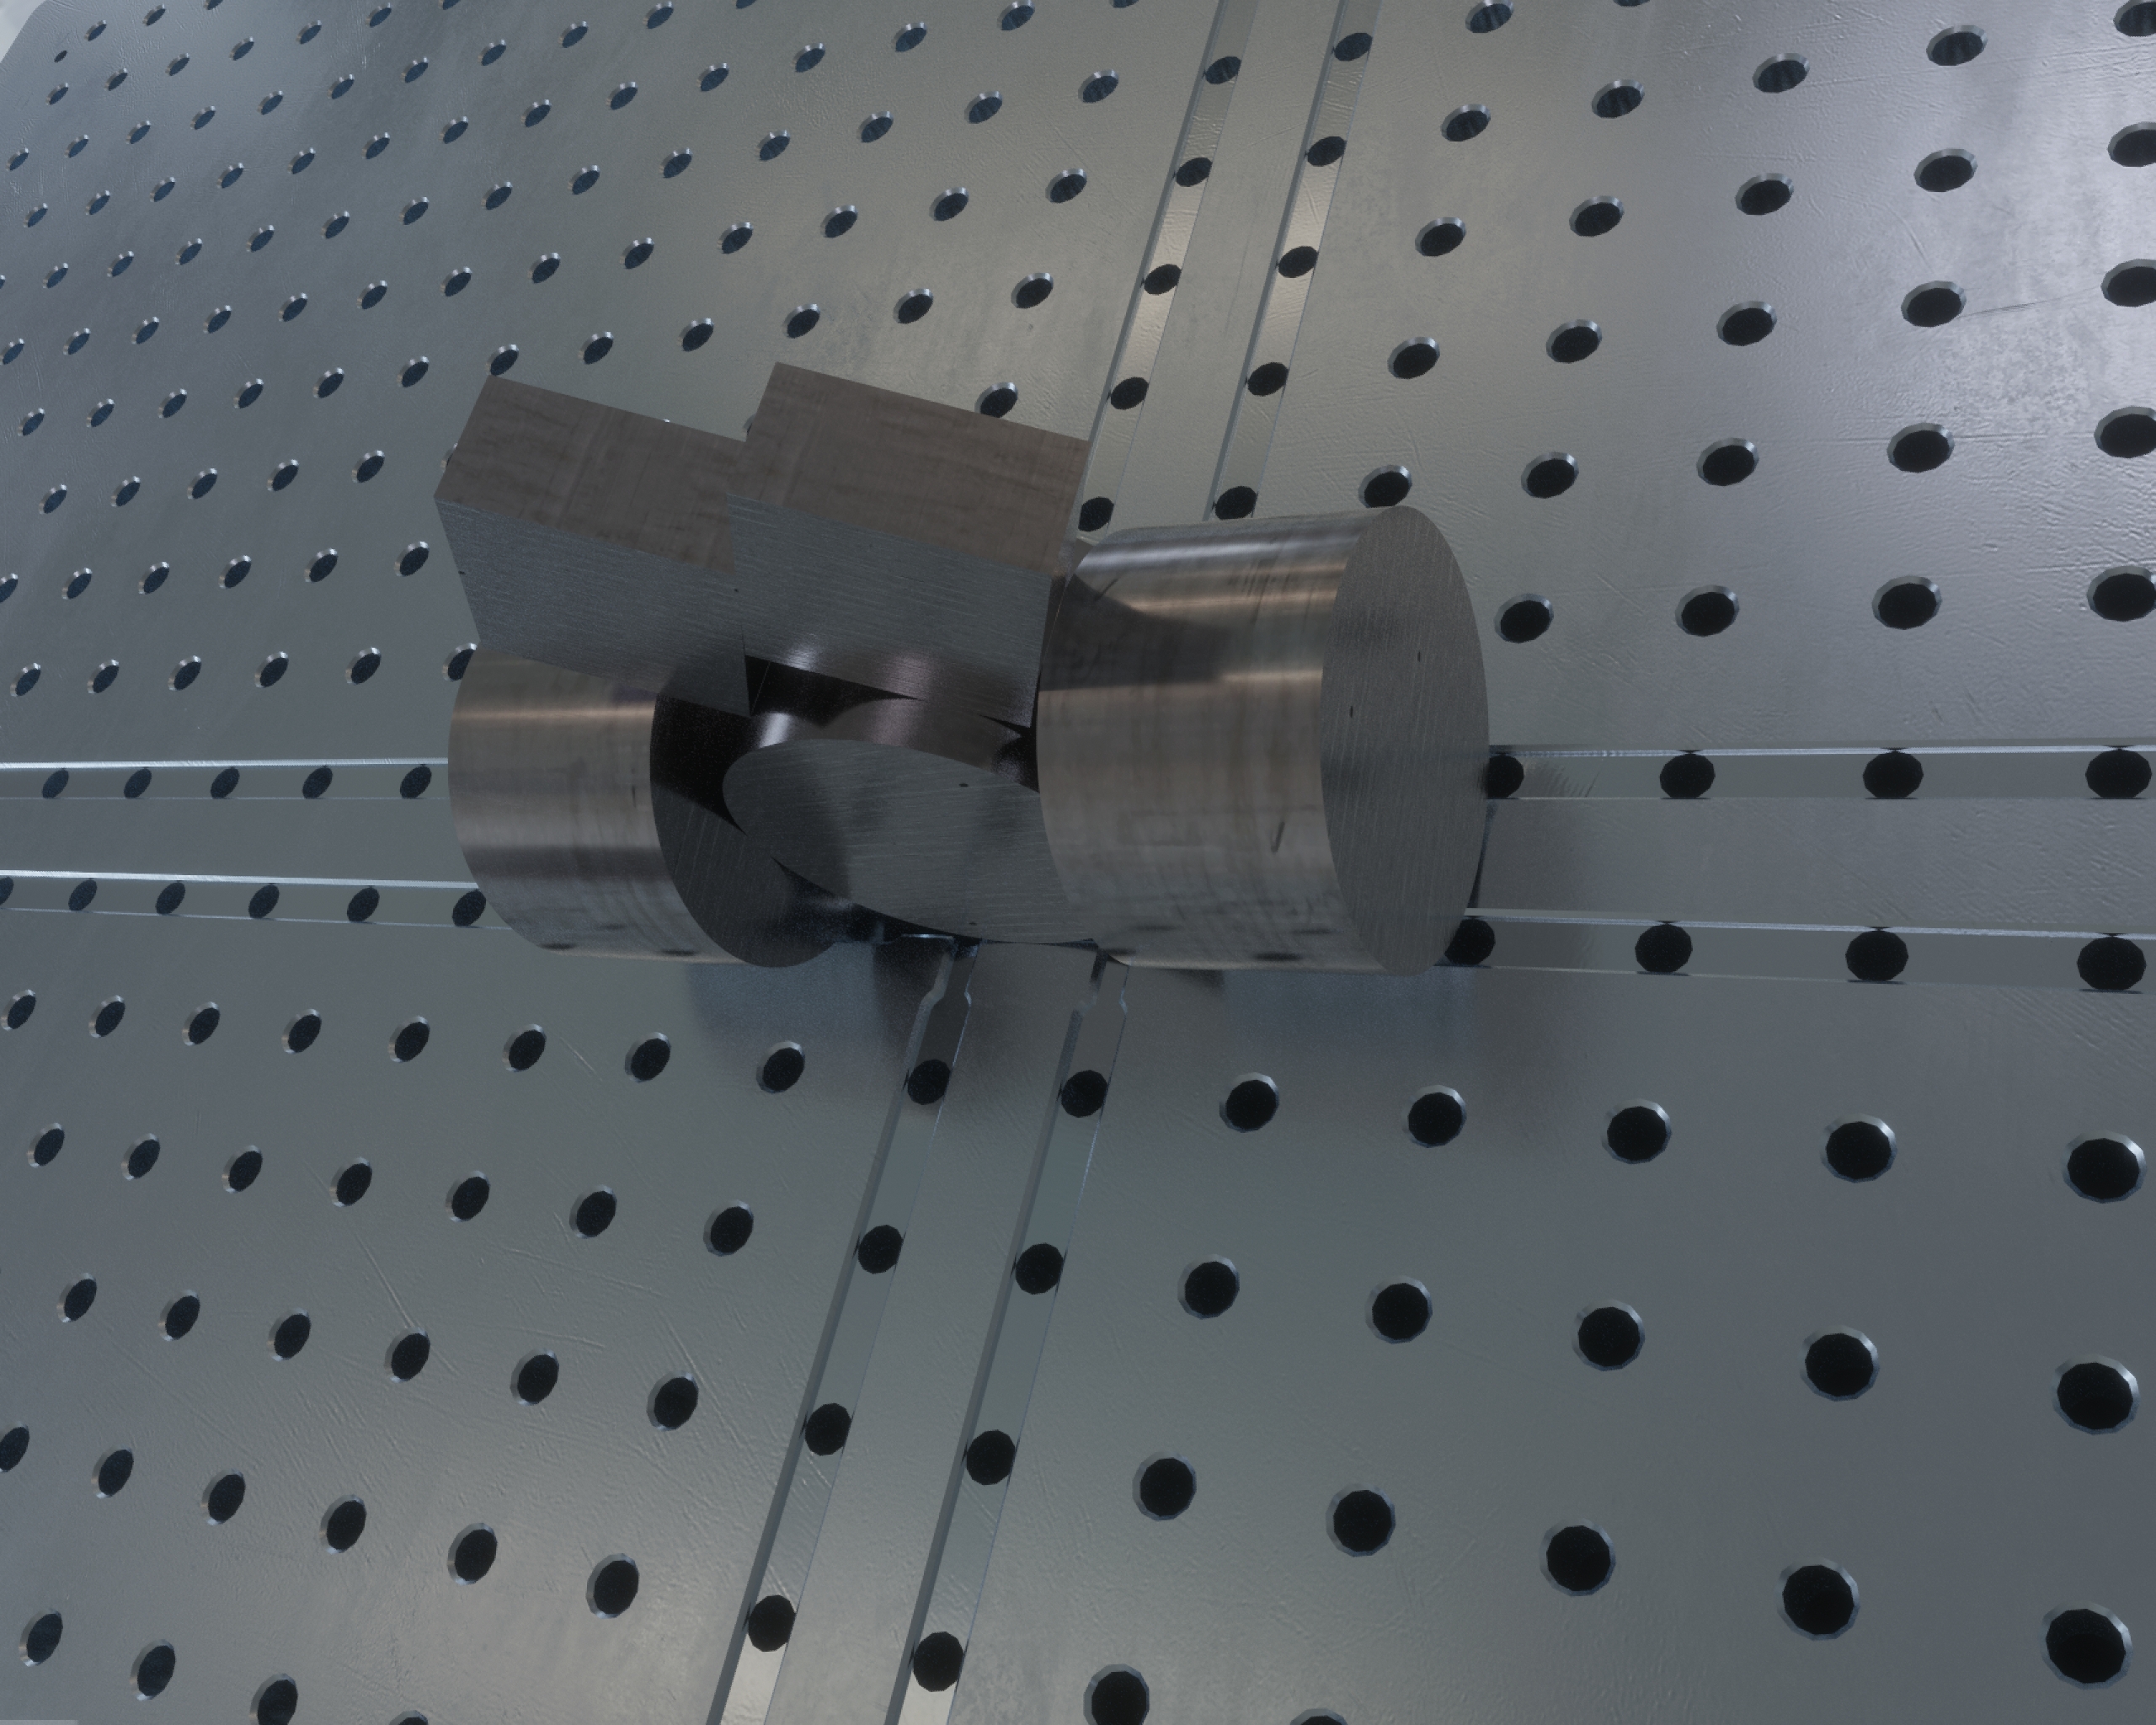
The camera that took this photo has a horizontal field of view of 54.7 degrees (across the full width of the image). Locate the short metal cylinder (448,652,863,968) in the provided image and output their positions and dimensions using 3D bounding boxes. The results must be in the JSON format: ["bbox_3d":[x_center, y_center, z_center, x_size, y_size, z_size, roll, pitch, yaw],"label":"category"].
[{"bbox_3d":[-0.080,-0.019,0.426,0.050,0.080,0.080,1,62,29],"label":"short metal cylinder"}]

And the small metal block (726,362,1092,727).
[{"bbox_3d":[-0.027,-0.050,0.339,0.050,0.050,0.025,14,66,1],"label":"small metal block"}]

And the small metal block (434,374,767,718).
[{"bbox_3d":[-0.078,-0.053,0.362,0.050,0.050,0.025,15,66,0],"label":"small metal block"}]

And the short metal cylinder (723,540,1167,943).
[{"bbox_3d":[-0.021,-0.024,0.399,0.080,0.080,0.050,1,63,29],"label":"short metal cylinder"}]

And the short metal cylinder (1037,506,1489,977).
[{"bbox_3d":[0.035,-0.021,0.366,0.050,0.080,0.080,0,62,29],"label":"short metal cylinder"}]
